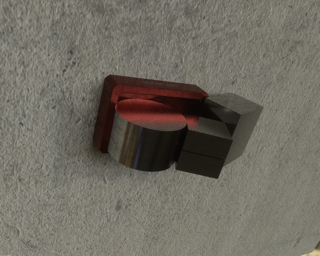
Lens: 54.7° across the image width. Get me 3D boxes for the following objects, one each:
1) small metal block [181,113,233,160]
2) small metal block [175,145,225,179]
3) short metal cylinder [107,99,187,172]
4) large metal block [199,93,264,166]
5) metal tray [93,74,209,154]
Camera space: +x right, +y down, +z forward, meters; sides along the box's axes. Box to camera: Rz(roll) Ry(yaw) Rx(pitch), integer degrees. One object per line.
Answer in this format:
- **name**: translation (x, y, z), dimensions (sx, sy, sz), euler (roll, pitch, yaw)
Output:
- **small metal block**: translation (0.051, 0.009, 0.358), dimensions (0.050, 0.050, 0.025), euler (13, 113, -6)
- **small metal block**: translation (0.045, 0.031, 0.368), dimensions (0.050, 0.050, 0.025), euler (13, 113, -6)
- **short metal cylinder**: translation (-0.015, 0.006, 0.351), dimensions (0.081, 0.080, 0.050), euler (1, 118, -29)
- **large metal block**: translation (0.090, 0.001, 0.423), dimensions (0.081, 0.050, 0.079), euler (-16, 130, -52)
- **metal tray**: translation (-0.011, -0.014, 0.391), dimensions (0.131, 0.030, 0.089), euler (2, 118, -30)
